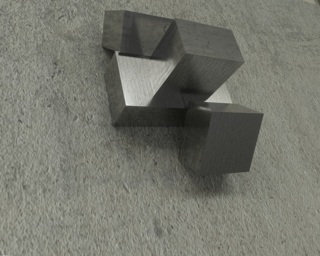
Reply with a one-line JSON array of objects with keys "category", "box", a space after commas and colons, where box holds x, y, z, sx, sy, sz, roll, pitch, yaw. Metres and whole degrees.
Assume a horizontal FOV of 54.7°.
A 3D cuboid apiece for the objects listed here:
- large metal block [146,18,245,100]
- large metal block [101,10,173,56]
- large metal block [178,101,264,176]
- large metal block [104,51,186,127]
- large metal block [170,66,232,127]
[{"category": "large metal block", "box": [0.040, -0.080, 0.378, 0.081, 0.080, 0.050, 1, 61, -28]}, {"category": "large metal block", "box": [-0.028, -0.129, 0.428, 0.081, 0.050, 0.080, 0, 18, -28]}, {"category": "large metal block", "box": [0.077, 0.012, 0.398, 0.081, 0.079, 0.050, 1, 18, -29]}, {"category": "large metal block", "box": [-0.022, -0.049, 0.406, 0.081, 0.050, 0.080, 1, 62, -28]}, {"category": "large metal block", "box": [0.049, -0.048, 0.445, 0.081, 0.050, 0.080, 1, 62, -28]}]
